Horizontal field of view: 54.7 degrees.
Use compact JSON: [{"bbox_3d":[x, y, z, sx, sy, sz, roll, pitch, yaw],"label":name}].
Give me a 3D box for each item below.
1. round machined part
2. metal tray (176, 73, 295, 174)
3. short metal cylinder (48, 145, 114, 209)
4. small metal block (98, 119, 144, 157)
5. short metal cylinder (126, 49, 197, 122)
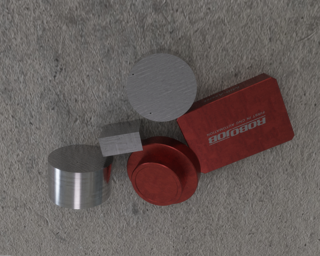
[{"bbox_3d":[0.001,0.063,0.408,0.098,0.042,0.097,8,120,15],"label":"round machined part"},{"bbox_3d":[0.097,-0.005,0.406,0.130,0.030,0.090,-23,109,8],"label":"metal tray"},{"bbox_3d":[-0.103,0.060,0.402,0.081,0.080,0.050,6,110,-2],"label":"short metal cylinder"},{"bbox_3d":[-0.048,0.012,0.400,0.050,0.050,0.025,-9,110,3],"label":"small metal block"},{"bbox_3d":[0.002,-0.053,0.377,0.081,0.050,0.079,0,110,0],"label":"short metal cylinder"}]
